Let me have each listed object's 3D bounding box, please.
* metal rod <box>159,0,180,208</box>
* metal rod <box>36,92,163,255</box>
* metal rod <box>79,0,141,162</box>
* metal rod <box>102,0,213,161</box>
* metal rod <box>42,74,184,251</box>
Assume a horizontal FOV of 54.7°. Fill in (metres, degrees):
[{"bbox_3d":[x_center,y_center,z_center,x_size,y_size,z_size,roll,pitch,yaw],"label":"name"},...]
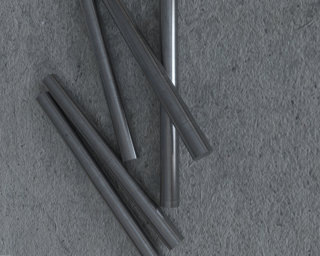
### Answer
[{"bbox_3d":[0.012,-0.048,0.404,0.025,0.025,0.298,0,90,20],"label":"metal rod"},{"bbox_3d":[-0.088,0.069,0.440,0.025,0.025,0.300,-41,77,15],"label":"metal rod"},{"bbox_3d":[-0.079,-0.100,0.436,0.025,0.025,0.299,-18,84,19],"label":"metal rod"},{"bbox_3d":[-0.020,-0.093,0.394,0.025,0.025,0.299,-35,71,17],"label":"metal rod"},{"bbox_3d":[-0.072,0.039,0.434,0.025,0.025,0.300,-44,77,15],"label":"metal rod"}]
